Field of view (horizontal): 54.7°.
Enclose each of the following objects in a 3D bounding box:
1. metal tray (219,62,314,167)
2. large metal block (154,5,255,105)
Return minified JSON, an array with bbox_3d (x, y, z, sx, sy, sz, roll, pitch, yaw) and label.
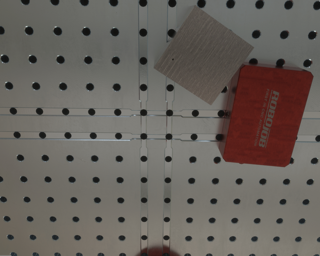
[{"bbox_3d":[0.135,-0.016,0.406,0.091,0.030,0.129,6,110,-3],"label":"metal tray"},{"bbox_3d":[0.049,-0.087,0.368,0.080,0.050,0.080,32,107,-11],"label":"large metal block"}]
